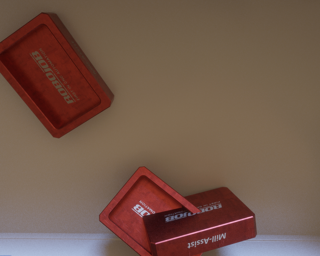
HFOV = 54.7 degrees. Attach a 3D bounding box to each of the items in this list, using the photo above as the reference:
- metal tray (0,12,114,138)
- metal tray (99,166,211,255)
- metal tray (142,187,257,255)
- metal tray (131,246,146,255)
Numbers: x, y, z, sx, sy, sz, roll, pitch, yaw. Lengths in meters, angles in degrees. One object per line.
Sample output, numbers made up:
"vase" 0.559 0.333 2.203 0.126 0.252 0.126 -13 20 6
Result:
"metal tray" -0.130 -0.063 0.384 0.090 0.030 0.130 -31 108 10
"metal tray" -0.002 0.124 0.407 0.130 0.030 0.090 37 74 11
"metal tray" 0.046 0.122 0.406 0.131 0.090 0.030 -12 105 -10
"metal tray" -0.044 0.246 0.448 0.030 0.130 0.090 41 105 -14
